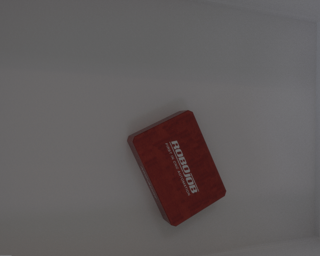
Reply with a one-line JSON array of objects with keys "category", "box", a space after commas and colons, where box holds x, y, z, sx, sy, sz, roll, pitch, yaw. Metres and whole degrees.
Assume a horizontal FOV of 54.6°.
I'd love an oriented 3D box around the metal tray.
[{"category": "metal tray", "box": [0.024, 0.052, 0.417, 0.091, 0.030, 0.130, -27, 99, -18]}]
